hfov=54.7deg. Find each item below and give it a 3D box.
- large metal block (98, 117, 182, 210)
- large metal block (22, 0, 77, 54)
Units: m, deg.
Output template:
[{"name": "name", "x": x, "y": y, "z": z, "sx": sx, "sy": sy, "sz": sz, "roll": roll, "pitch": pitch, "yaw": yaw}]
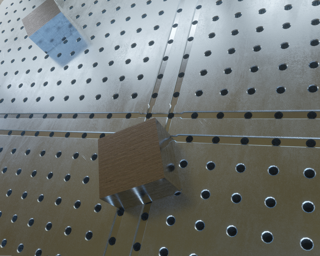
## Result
[{"name": "large metal block", "x": -0.026, "y": 0.045, "z": 0.377, "sx": 0.080, "sy": 0.050, "sz": 0.080, "roll": -20, "pitch": 54, "yaw": 15}, {"name": "large metal block", "x": -0.229, "y": -0.213, "z": 0.640, "sx": 0.080, "sy": 0.050, "sz": 0.080, "roll": -37, "pitch": 51, "yaw": 3}]
